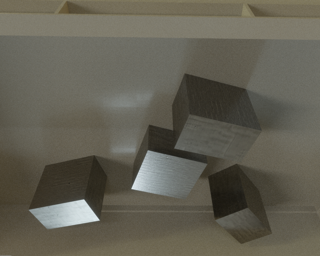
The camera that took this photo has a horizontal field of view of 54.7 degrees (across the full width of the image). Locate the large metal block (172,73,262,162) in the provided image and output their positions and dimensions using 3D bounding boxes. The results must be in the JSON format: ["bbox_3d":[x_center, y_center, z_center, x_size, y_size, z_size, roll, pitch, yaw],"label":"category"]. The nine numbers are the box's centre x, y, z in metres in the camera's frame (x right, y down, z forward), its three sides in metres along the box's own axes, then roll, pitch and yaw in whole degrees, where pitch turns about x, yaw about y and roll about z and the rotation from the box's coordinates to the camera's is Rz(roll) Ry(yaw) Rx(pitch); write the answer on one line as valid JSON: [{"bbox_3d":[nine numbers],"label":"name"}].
[{"bbox_3d":[0.061,-0.013,0.362,0.081,0.080,0.050,13,129,-11],"label":"large metal block"}]

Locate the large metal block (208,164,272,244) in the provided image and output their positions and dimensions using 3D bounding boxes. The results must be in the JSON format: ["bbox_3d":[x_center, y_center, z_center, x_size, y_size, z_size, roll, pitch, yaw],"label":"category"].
[{"bbox_3d":[0.120,0.116,0.473,0.050,0.080,0.080,-29,124,22],"label":"large metal block"}]

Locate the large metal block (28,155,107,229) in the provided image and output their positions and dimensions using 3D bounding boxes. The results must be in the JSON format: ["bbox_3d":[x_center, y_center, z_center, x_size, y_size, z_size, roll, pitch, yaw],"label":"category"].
[{"bbox_3d":[-0.129,0.093,0.450,0.080,0.080,0.050,-13,129,10],"label":"large metal block"}]

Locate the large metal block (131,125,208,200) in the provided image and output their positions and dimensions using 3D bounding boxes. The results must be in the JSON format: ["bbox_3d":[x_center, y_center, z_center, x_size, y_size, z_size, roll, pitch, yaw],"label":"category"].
[{"bbox_3d":[0.011,0.050,0.435,0.081,0.050,0.079,14,129,-12],"label":"large metal block"}]
